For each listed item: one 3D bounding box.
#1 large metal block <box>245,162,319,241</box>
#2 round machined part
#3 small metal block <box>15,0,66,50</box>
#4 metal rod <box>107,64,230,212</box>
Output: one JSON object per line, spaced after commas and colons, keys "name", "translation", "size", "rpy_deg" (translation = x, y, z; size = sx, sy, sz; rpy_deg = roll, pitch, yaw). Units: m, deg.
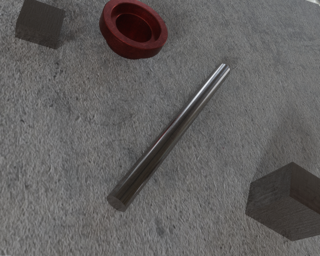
{"name": "large metal block", "translation": [0.172, 0.098, 0.401], "size": [0.080, 0.080, 0.050], "rpy_deg": [31, 52, -8]}
{"name": "round machined part", "translation": [-0.042, -0.140, 0.456], "size": [0.099, 0.042, 0.098], "rpy_deg": [14, 56, -21]}
{"name": "small metal block", "translation": [-0.155, -0.136, 0.403], "size": [0.050, 0.025, 0.050], "rpy_deg": [14, 56, -21]}
{"name": "metal rod", "translation": [0.030, -0.008, 0.424], "size": [0.025, 0.025, 0.301], "rpy_deg": [41, 51, 0]}
